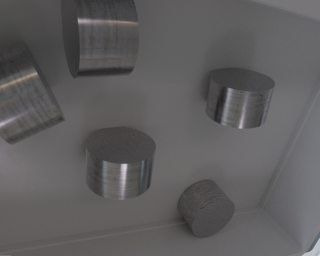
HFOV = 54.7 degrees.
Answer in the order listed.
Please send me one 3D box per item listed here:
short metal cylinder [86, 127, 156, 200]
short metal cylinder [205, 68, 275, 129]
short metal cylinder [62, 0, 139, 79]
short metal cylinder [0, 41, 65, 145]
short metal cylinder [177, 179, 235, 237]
[{"bbox_3d":[-0.048,0.040,0.372,0.081,0.080,0.050,-7,121,-25],"label":"short metal cylinder"},{"bbox_3d":[0.103,-0.041,0.404,0.081,0.080,0.050,-10,123,-23],"label":"short metal cylinder"},{"bbox_3d":[-0.058,-0.088,0.287,0.050,0.080,0.079,-8,122,-24],"label":"short metal cylinder"},{"bbox_3d":[-0.129,-0.031,0.283,0.050,0.080,0.080,-27,128,-12],"label":"short metal cylinder"},{"bbox_3d":[0.076,0.133,0.516,0.081,0.050,0.079,-14,124,-21],"label":"short metal cylinder"}]
